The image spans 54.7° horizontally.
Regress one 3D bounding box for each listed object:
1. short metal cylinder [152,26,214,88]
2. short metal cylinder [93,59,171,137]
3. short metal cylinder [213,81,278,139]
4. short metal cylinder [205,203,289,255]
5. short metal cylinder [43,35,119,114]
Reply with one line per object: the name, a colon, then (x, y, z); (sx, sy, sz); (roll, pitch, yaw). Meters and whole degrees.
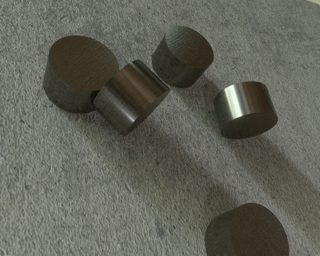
short metal cylinder: (0.034, -0.108, 0.472); (0.081, 0.050, 0.080); (14, 56, -21)
short metal cylinder: (-0.033, -0.035, 0.372); (0.050, 0.080, 0.080); (45, 51, 2)
short metal cylinder: (0.122, -0.024, 0.449); (0.081, 0.080, 0.050); (6, 59, -26)
short metal cylinder: (0.100, 0.133, 0.360); (0.081, 0.050, 0.080); (14, 56, -21)
short metal cylinder: (-0.096, -0.064, 0.375); (0.081, 0.050, 0.080); (13, 56, -21)
